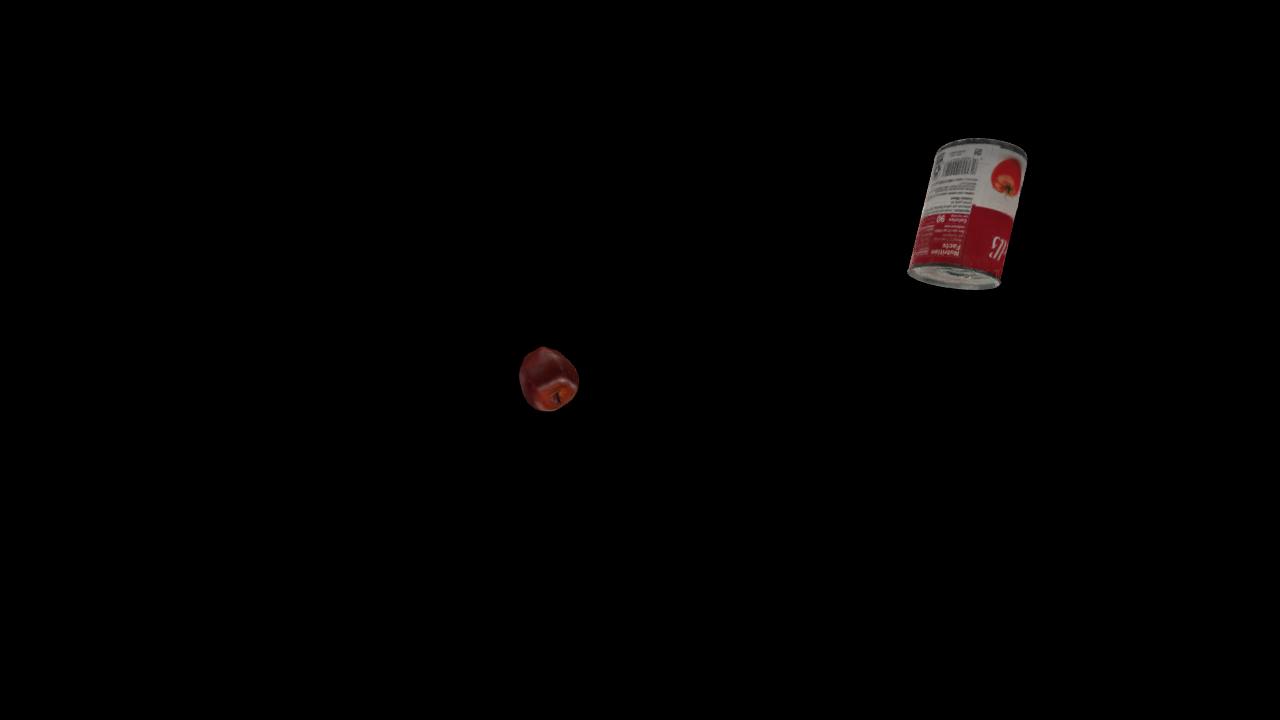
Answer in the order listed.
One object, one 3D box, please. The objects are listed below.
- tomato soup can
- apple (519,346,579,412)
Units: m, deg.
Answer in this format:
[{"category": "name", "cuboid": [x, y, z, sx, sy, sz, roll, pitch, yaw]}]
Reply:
[{"category": "tomato soup can", "cuboid": [0.257, -0.113, 0.485, 0.068, 0.101, 0.068, 13, -1, 0]}, {"category": "apple", "cuboid": [-0.123, 0.026, 0.821, 0.079, 0.079, 0.093, 0, 39, -32]}]
